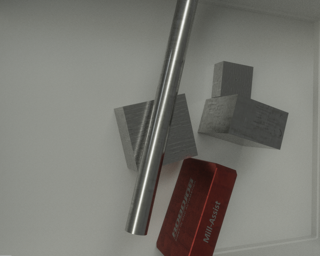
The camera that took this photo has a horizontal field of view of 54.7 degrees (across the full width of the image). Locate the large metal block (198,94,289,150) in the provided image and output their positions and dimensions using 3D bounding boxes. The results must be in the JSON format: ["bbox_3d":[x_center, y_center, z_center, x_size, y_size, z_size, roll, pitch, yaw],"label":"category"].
[{"bbox_3d":[0.111,-0.007,0.424,0.081,0.080,0.050,17,85,-20],"label":"large metal block"}]

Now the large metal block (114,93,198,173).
[{"bbox_3d":[-0.006,0.005,0.396,0.081,0.050,0.080,-14,95,-20],"label":"large metal block"}]

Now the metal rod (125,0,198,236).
[{"bbox_3d":[0.006,-0.030,0.360,0.025,0.025,0.299,15,82,-20],"label":"metal rod"}]

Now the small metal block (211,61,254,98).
[{"bbox_3d":[0.105,-0.066,0.451,0.050,0.025,0.050,6,88,-20],"label":"small metal block"}]

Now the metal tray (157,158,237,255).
[{"bbox_3d":[0.043,0.106,0.393,0.030,0.090,0.129,21,83,-19],"label":"metal tray"}]
